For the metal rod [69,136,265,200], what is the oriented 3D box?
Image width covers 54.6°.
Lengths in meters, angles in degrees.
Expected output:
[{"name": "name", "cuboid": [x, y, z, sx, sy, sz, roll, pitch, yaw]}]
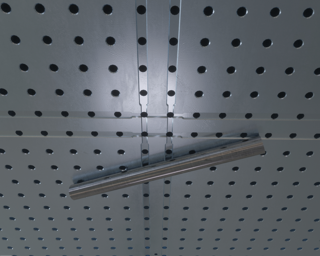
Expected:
[{"name": "metal rod", "cuboid": [0.002, 0.063, 0.464, 0.301, 0.025, 0.025, -16, 128, 13]}]
